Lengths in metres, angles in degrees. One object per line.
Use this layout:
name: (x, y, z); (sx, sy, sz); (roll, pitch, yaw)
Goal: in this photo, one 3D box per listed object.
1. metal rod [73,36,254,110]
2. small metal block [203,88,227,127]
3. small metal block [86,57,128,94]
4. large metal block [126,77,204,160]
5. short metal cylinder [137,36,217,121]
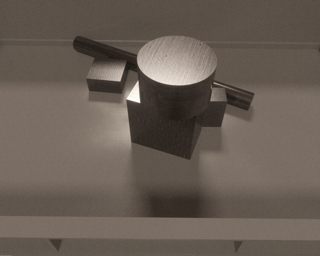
metal rod: (-0.005, -0.090, 0.480); (0.301, 0.025, 0.025); (22, 53, 17)
small metal block: (0.059, -0.027, 0.412); (0.050, 0.050, 0.025); (0, 50, 0)
small metal block: (-0.079, -0.080, 0.472); (0.050, 0.025, 0.050); (6, 50, 4)
large metal block: (0.009, -0.014, 0.381); (0.080, 0.080, 0.050); (16, 52, 13)
short metal cylinder: (0.017, -0.054, 0.331); (0.081, 0.050, 0.080); (0, 50, 0)
